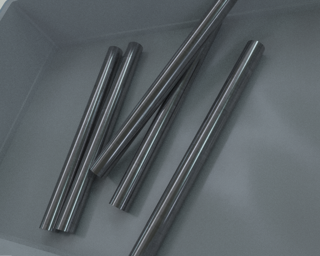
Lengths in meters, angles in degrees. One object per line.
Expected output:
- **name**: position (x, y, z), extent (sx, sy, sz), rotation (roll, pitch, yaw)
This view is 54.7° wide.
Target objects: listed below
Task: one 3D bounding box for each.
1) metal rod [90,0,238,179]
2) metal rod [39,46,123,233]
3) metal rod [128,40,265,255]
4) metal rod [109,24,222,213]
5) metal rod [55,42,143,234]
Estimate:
- **metal rod**: position (0.008, -0.061, 0.405), extent (0.025, 0.025, 0.299), rotation (37, 90, 38)
- **metal rod**: position (-0.109, 0.001, 0.462), extent (0.025, 0.025, 0.300), rotation (0, 62, 28)
- **metal rod**: position (0.051, 0.019, 0.367), extent (0.025, 0.025, 0.300), rotation (20, 72, 35)
- **metal rod**: position (0.015, -0.031, 0.416), extent (0.025, 0.025, 0.300), rotation (15, 69, 34)
- **metal rod**: position (-0.080, -0.002, 0.448), extent (0.025, 0.025, 0.300), rotation (3, 63, 29)
